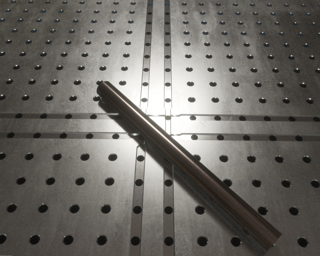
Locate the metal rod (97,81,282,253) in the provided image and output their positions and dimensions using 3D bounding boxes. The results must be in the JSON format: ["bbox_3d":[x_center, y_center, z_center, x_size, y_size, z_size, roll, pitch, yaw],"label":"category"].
[{"bbox_3d":[0.016,0.029,0.383,0.025,0.025,0.300,-34,58,-25],"label":"metal rod"}]
